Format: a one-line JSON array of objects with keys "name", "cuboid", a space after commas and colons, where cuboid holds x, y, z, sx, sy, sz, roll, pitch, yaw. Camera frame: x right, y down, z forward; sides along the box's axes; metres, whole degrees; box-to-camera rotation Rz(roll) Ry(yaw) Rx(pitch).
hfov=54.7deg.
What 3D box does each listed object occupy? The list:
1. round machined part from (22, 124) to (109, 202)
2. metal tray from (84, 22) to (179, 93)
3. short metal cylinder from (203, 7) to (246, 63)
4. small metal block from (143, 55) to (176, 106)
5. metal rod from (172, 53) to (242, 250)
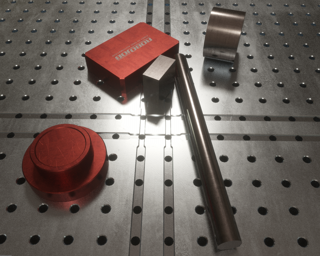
[{"name": "round machined part", "cuboid": [-0.113, 0.033, 0.367, 0.099, 0.042, 0.098, 0, 50, 0]}, {"name": "metal tray", "cuboid": [-0.043, -0.119, 0.503, 0.090, 0.030, 0.131, 36, 58, 26]}, {"name": "short metal cylinder", "cuboid": [0.103, -0.149, 0.499, 0.050, 0.080, 0.080, 14, 51, 11]}, {"name": "small metal block", "cuboid": [-0.001, -0.069, 0.450, 0.025, 0.050, 0.050, 23, 54, 17]}, {"name": "metal rod", "cuboid": [0.050, 0.003, 0.405, 0.025, 0.025, 0.300, -6, 50, -5]}]
